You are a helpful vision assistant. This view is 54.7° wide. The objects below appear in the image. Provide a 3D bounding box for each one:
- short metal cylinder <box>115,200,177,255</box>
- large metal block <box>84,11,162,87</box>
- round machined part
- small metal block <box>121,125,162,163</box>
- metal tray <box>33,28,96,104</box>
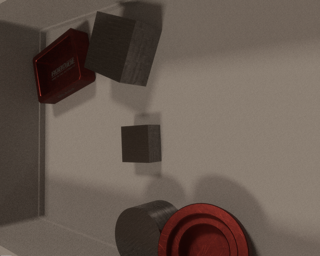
[{"bbox_3d":[-0.012,0.138,0.398,0.080,0.050,0.079,0,90,39],"label":"short metal cylinder"},{"bbox_3d":[-0.053,-0.110,0.432,0.080,0.050,0.079,27,107,36],"label":"large metal block"},{"bbox_3d":[0.051,0.134,0.338,0.098,0.042,0.098,-9,66,23],"label":"round machined part"},{"bbox_3d":[-0.026,0.022,0.426,0.050,0.025,0.050,-4,88,39],"label":"small metal block"},{"bbox_3d":[-0.171,-0.103,0.541,0.130,0.030,0.090,-19,78,38],"label":"metal tray"}]
